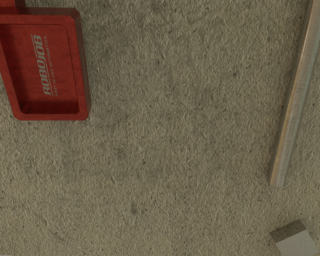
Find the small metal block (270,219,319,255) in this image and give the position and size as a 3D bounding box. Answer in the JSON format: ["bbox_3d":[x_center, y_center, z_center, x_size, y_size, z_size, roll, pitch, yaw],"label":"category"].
[{"bbox_3d":[0.207,0.176,0.478,0.050,0.025,0.050,-30,108,10],"label":"small metal block"}]

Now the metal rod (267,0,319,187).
[{"bbox_3d":[0.177,-0.062,0.389,0.025,0.025,0.298,4,110,-2],"label":"metal rod"}]

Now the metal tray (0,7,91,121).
[{"bbox_3d":[-0.134,-0.070,0.359,0.091,0.030,0.129,0,126,-2],"label":"metal tray"}]

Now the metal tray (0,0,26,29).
[{"bbox_3d":[-0.224,-0.159,0.345,0.131,0.030,0.089,1,110,-1],"label":"metal tray"}]
